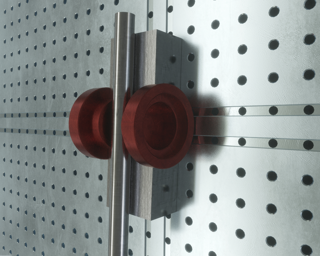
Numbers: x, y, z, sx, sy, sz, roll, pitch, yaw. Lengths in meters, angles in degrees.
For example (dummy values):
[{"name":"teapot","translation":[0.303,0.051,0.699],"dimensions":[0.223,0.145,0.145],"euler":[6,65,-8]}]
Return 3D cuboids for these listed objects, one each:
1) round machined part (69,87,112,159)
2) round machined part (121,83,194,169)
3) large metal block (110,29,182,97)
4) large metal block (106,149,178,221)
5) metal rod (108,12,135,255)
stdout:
[{"name":"round machined part","translation":[-0.068,-0.006,0.417],"dimensions":[0.042,0.099,0.097],"euler":[3,92,40]},{"name":"round machined part","translation":[-0.007,-0.003,0.367],"dimensions":[0.042,0.099,0.097],"euler":[3,92,45]},{"name":"large metal block","translation":[-0.020,-0.078,0.409],"dimensions":[0.080,0.050,0.079],"euler":[3,92,40]},{"name":"large metal block","translation":[-0.024,0.069,0.413],"dimensions":[0.080,0.050,0.079],"euler":[4,93,40]},{"name":"metal rod","translation":[-0.048,0.011,0.383],"dimensions":[0.025,0.025,0.298],"euler":[3,92,40]}]
